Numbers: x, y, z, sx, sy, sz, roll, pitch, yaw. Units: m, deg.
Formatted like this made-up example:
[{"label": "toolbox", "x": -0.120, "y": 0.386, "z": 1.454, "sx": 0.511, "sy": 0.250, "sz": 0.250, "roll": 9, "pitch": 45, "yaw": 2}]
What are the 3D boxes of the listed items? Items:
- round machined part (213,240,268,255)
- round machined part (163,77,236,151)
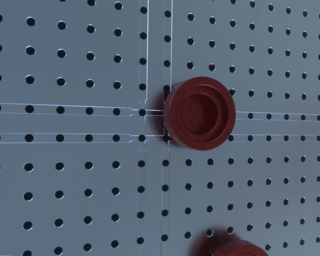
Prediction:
[{"label": "round machined part", "x": 0.110, "y": 0.210, "z": 0.446, "sx": 0.099, "sy": 0.042, "sz": 0.097, "roll": 0, "pitch": 90, "yaw": -21}, {"label": "round machined part", "x": 0.050, "y": -0.019, "z": 0.423, "sx": 0.099, "sy": 0.042, "sz": 0.097, "roll": 0, "pitch": 90, "yaw": -21}]
